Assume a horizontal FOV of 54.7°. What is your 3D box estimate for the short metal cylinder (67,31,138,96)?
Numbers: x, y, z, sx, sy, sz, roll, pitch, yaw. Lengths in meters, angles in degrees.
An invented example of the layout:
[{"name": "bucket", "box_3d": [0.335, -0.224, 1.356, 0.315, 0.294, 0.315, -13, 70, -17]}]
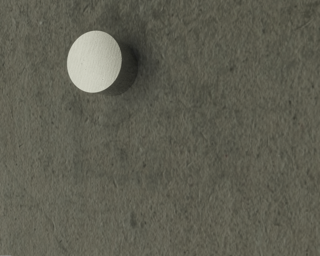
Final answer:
[{"name": "short metal cylinder", "box_3d": [-0.077, -0.085, 0.422, 0.080, 0.050, 0.079, 0, 90, 19]}]
